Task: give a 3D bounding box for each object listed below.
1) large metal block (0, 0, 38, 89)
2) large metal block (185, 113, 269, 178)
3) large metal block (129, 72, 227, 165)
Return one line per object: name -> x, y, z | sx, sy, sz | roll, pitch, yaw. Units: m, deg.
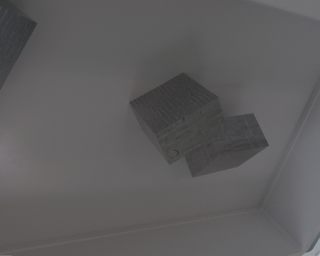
large metal block -> -0.159, -0.072, 0.238 | 0.080, 0.050, 0.080 | -55, 162, 11
large metal block -> 0.087, 0.025, 0.432 | 0.081, 0.050, 0.080 | -9, 156, -24
large metal block -> 0.020, -0.014, 0.375 | 0.080, 0.080, 0.050 | -30, 128, -9
